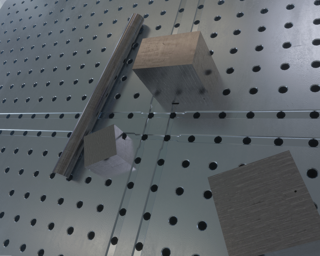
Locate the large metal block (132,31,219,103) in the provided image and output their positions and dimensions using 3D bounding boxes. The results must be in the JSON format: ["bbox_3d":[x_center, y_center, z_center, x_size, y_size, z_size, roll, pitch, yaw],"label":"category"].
[{"bbox_3d":[0.023,-0.076,0.407,0.080,0.080,0.050,1,62,29],"label":"large metal block"}]

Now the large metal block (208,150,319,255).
[{"bbox_3d":[0.100,0.078,0.292,0.080,0.050,0.080,-22,54,15],"label":"large metal block"}]

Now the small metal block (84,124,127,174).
[{"bbox_3d":[-0.077,0.029,0.431,0.050,0.025,0.050,-22,54,15],"label":"small metal block"}]

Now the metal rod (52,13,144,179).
[{"bbox_3d":[-0.090,-0.063,0.494,0.025,0.025,0.300,8,65,31],"label":"metal rod"}]
